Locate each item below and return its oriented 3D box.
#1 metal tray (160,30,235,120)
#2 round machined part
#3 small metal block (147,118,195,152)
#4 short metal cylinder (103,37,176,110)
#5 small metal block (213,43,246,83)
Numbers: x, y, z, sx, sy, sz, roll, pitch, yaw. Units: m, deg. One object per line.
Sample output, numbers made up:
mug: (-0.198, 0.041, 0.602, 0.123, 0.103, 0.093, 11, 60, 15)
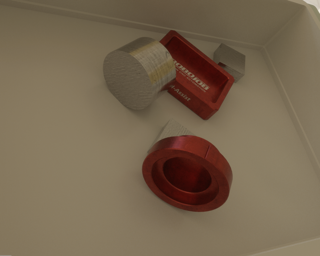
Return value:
metal tray: (0.045, -0.084, 0.479, 0.130, 0.030, 0.090, 38, 51, -3)
round machined part: (0.033, 0.047, 0.350, 0.098, 0.097, 0.042, 35, 44, -5)
small metal block: (0.020, 0.023, 0.403, 0.050, 0.025, 0.050, 36, 49, -5)
short metal cylinder: (-0.027, -0.071, 0.400, 0.080, 0.080, 0.050, 46, 51, 3)
small metal block: (0.121, -0.114, 0.543, 0.050, 0.025, 0.050, 24, 53, -14)
